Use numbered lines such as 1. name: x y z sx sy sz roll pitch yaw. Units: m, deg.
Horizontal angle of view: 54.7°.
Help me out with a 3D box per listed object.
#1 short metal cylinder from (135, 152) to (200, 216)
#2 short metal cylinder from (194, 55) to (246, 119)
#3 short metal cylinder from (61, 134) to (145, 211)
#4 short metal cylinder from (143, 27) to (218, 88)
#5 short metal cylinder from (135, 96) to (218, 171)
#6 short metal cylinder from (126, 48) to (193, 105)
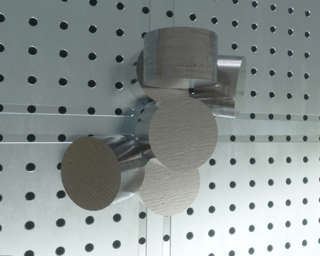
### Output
1. short metal cylinder: 0.004 0.067 0.400 0.081 0.050 0.079 0 91 -20
2. short metal cylinder: 0.080 -0.055 0.405 0.050 0.080 0.080 9 86 21
3. short metal cylinder: -0.064 0.048 0.354 0.050 0.080 0.079 -4 92 -64
4. short metal cylinder: 0.022 -0.073 0.337 0.081 0.080 0.050 0 90 -20
5. short metal cylinder: 0.018 0.006 0.352 0.081 0.050 0.079 0 90 -20
6. short metal cylinder: 0.002 -0.069 0.399 0.081 0.050 0.079 0 91 -20
